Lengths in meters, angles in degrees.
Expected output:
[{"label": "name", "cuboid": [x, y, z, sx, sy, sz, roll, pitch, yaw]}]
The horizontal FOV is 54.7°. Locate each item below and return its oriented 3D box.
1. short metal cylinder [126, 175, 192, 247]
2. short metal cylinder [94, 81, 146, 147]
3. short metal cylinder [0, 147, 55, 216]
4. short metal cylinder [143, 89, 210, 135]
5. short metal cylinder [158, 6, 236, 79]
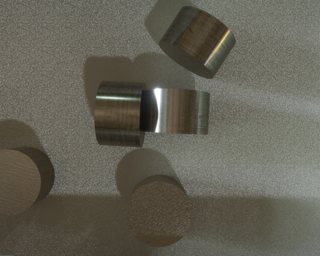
[{"label": "short metal cylinder", "cuboid": [-0.001, 0.104, 0.399, 0.081, 0.050, 0.079, 0, 90, -1]}, {"label": "short metal cylinder", "cuboid": [-0.045, -0.017, 0.382, 0.050, 0.080, 0.079, 3, 90, 3]}, {"label": "short metal cylinder", "cuboid": [-0.184, 0.065, 0.397, 0.081, 0.050, 0.079, 0, 90, -1]}, {"label": "short metal cylinder", "cuboid": [0.020, -0.019, 0.384, 0.081, 0.080, 0.050, 3, 90, -1]}, {"label": "short metal cylinder", "cuboid": [0.046, -0.104, 0.384, 0.080, 0.080, 0.050, 33, 90, -1]}]
